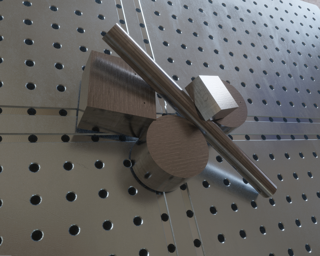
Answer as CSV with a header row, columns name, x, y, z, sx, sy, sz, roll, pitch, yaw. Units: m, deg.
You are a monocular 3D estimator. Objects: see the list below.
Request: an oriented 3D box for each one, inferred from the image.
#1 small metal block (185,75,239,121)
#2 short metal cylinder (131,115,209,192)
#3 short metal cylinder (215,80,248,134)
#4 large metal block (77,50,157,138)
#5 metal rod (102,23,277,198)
name,x,y,z,sx,sy,sz,roll,pitch,yaw
small metal block,0.066,-0.038,0.389,0.050,0.025,0.050,-11,66,-52
short metal cylinder,0.011,0.031,0.375,0.081,0.050,0.080,14,56,-21
short metal cylinder,0.077,-0.025,0.444,0.081,0.050,0.080,14,56,-21
large metal block,-0.053,-0.039,0.381,0.081,0.050,0.080,10,57,-23
metal rod,0.048,-0.011,0.391,0.300,0.025,0.025,43,50,-17
